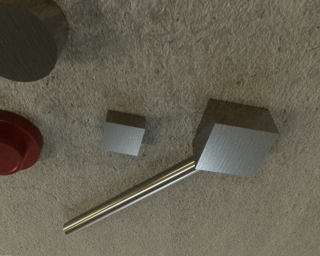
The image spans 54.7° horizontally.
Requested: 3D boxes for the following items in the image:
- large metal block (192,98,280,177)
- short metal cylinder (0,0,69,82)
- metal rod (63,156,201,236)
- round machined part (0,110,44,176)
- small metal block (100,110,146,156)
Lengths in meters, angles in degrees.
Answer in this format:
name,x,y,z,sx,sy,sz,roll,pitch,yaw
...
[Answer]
name,x,y,z,sx,sy,sz,roll,pitch,yaw
large metal block,0.094,0.014,0.405,0.081,0.050,0.079,9,130,-9
short metal cylinder,-0.138,-0.093,0.309,0.081,0.050,0.079,0,130,0
metal rod,-0.046,0.111,0.501,0.300,0.025,0.025,-31,124,23
round machined part,-0.213,0.026,0.415,0.099,0.042,0.097,-1,130,0
small metal block,-0.049,0.007,0.413,0.050,0.025,0.050,11,129,-10
